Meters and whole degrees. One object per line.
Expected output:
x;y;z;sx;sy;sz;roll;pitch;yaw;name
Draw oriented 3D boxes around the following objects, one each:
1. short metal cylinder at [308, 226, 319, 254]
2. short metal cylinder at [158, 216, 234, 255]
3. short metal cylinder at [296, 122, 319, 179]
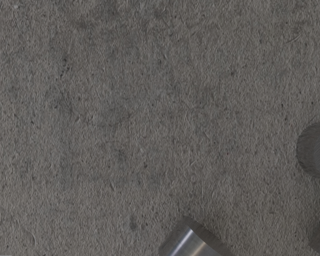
0.236;0.149;0.384;0.080;0.080;0.050;32;90;0;short metal cylinder
0.045;0.155;0.383;0.080;0.080;0.050;37;90;0;short metal cylinder
0.226;0.031;0.399;0.081;0.050;0.080;0;90;0;short metal cylinder
